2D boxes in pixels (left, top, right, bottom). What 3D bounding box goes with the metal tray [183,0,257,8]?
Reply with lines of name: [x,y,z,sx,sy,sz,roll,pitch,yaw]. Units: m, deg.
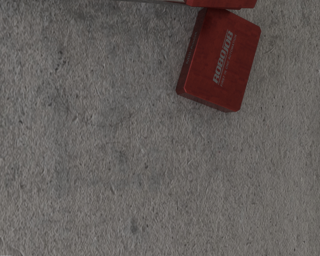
metal tray: [0.056,-0.194,0.383,0.091,0.030,0.130,-6,49,-19]

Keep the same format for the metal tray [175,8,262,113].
metal tray: [0.084,-0.096,0.437,0.091,0.030,0.129,19,84,-19]

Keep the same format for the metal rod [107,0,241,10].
metal rod: [-0.041,-0.167,0.375,0.302,0.025,0.025,-1,91,-14]
